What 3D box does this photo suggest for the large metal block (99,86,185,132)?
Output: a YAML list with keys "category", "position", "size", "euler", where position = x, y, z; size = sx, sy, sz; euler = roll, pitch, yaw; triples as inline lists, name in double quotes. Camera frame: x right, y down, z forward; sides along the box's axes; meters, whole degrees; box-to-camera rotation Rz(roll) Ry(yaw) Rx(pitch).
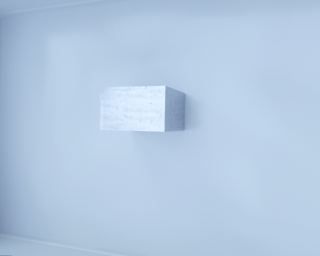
- category: "large metal block"
  position: [-0.019, -0.022, 0.386]
  size: [0.080, 0.080, 0.050]
  euler: [1, 91, 20]
